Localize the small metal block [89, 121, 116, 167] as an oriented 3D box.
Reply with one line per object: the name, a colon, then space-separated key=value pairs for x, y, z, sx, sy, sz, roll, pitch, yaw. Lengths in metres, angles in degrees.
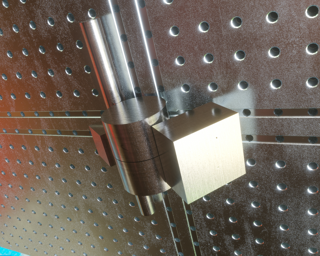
small metal block: x=-0.075 y=0.021 z=0.444 sx=0.050 sy=0.025 sz=0.050 roll=29 pitch=138 yaw=56

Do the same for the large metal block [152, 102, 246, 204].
large metal block: x=0.046 y=0.026 z=0.353 sx=0.050 sy=0.081 sz=0.080 roll=35 pitch=143 yaw=57

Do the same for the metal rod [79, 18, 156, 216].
metal rod: x=-0.052 y=0.002 z=0.434 sx=0.025 sy=0.025 sz=0.298 roll=0 pitch=119 yaw=28

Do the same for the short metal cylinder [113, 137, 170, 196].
short metal cylinder: x=-0.015 y=0.043 z=0.405 sx=0.080 sy=0.080 sz=0.050 roll=1 pitch=119 yaw=28

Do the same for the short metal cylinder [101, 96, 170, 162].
short metal cylinder: x=-0.027 y=-0.001 z=0.384 sx=0.080 sy=0.080 sz=0.050 roll=1 pitch=119 yaw=28
